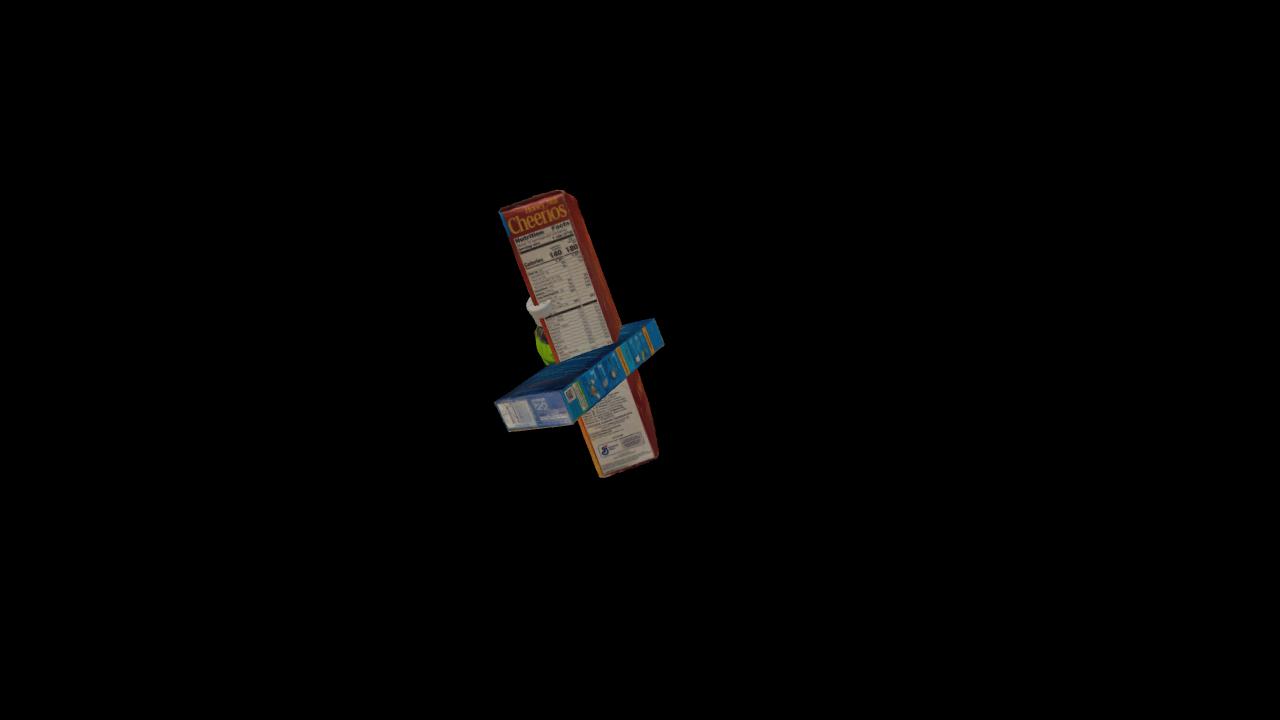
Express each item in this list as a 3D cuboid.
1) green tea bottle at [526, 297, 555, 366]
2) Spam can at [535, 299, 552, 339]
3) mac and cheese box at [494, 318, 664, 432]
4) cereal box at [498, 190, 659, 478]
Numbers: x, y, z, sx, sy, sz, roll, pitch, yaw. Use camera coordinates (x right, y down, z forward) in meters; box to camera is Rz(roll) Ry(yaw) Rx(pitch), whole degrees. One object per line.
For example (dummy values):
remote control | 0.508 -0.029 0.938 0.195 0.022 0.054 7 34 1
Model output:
green tea bottle | -0.067 0.002 0.704 0.073 0.073 0.212 0 -36 23
Spam can | -0.063 -0.027 0.744 0.085 0.058 0.101 22 4 37
mac and cheese box | -0.057 0.012 0.645 0.093 0.041 0.184 -12 17 36
cereal box | -0.065 -0.041 0.731 0.081 0.306 0.203 -19 13 2
